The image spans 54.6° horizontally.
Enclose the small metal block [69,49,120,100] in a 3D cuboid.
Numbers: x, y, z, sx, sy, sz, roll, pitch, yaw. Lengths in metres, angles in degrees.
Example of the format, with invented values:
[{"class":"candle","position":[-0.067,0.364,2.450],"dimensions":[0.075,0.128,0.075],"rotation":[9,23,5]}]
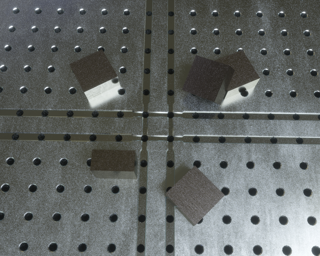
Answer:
[{"class":"small metal block","position":[-0.092,-0.076,0.439],"dimensions":[0.050,0.025,0.050],"rotation":[-28,72,-10]}]

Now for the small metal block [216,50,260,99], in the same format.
[{"class":"small metal block","position":[0.104,-0.076,0.440],"dimensions":[0.050,0.025,0.050],"rotation":[-23,72,-8]}]

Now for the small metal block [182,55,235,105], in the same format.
[{"class":"small metal block","position":[0.065,-0.065,0.418],"dimensions":[0.050,0.025,0.050],"rotation":[25,97,28]}]

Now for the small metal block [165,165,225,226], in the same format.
[{"class":"small metal block","position":[0.042,0.083,0.382],"dimensions":[0.050,0.025,0.050],"rotation":[-42,75,-14]}]

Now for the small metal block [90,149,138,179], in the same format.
[{"class":"small metal block","position":[-0.054,0.046,0.382],"dimensions":[0.050,0.050,0.025],"rotation":[1,70,0]}]
